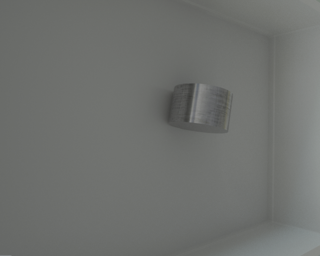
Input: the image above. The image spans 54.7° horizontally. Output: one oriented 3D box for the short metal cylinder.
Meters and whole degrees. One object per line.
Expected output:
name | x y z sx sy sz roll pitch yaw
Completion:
short metal cylinder | 0.055 -0.024 0.419 0.081 0.080 0.050 15 81 -39
